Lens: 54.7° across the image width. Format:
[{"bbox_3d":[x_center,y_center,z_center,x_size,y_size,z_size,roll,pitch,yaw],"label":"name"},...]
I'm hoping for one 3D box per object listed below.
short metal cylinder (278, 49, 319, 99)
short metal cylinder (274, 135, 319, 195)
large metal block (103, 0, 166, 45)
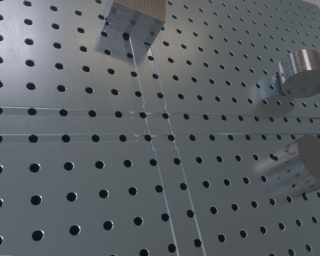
[{"bbox_3d":[0.265,-0.099,0.575,0.081,0.080,0.050,16,56,-19],"label":"short metal cylinder"},{"bbox_3d":[0.226,0.057,0.478,0.081,0.050,0.080,14,56,-21],"label":"short metal cylinder"},{"bbox_3d":[-0.038,-0.189,0.487,0.081,0.050,0.080,15,56,-20],"label":"large metal block"}]
